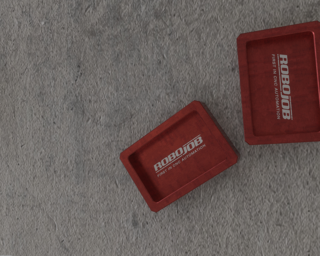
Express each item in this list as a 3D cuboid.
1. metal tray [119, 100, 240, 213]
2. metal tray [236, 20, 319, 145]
[{"bbox_3d":[0.023,0.037,0.397,0.130,0.030,0.090,-36,79,16],"label":"metal tray"},{"bbox_3d":[0.140,-0.048,0.356,0.090,0.030,0.129,-5,88,19],"label":"metal tray"}]
